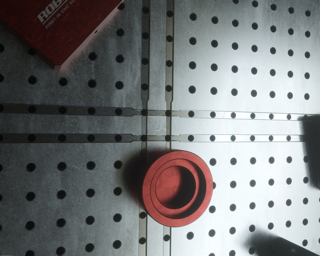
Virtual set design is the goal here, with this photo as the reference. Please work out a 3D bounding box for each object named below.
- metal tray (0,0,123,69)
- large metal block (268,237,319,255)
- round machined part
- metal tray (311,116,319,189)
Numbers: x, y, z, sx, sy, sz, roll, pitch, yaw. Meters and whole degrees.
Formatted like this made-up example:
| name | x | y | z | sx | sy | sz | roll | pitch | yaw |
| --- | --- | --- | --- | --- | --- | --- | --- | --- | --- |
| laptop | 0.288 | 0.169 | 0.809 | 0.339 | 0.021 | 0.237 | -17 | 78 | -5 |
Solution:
| name | x | y | z | sx | sy | sz | roll | pitch | yaw |
| --- | --- | --- | --- | --- | --- | --- | --- | --- | --- |
| metal tray | -0.114 | -0.146 | 0.368 | 0.090 | 0.030 | 0.130 | 42 | 77 | -15 |
| large metal block | 0.220 | 0.222 | 0.465 | 0.080 | 0.080 | 0.050 | 46 | 76 | -14 |
| round machined part | 0.017 | 0.076 | 0.410 | 0.099 | 0.042 | 0.097 | 0 | 90 | -20 |
| metal tray | 0.308 | 0.038 | 0.523 | 0.091 | 0.030 | 0.129 | -10 | 93 | -20 |
